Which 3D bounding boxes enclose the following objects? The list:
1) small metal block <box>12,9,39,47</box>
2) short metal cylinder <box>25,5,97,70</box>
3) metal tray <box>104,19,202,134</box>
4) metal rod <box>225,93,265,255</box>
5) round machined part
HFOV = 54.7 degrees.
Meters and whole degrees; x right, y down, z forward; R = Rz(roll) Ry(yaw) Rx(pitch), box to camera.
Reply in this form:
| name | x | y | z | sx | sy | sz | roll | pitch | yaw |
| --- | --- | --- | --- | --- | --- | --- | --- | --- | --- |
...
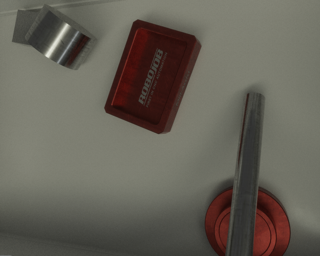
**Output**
| name | x | y | z | sx | sy | sz | roll | pitch | yaw |
| --- | --- | --- | --- | --- | --- | --- | --- | --- | --- |
| small metal block | -0.195 | -0.151 | 0.477 | 0.050 | 0.025 | 0.050 | 14 | 95 | 19 |
| short metal cylinder | -0.135 | -0.124 | 0.427 | 0.080 | 0.080 | 0.050 | 40 | 103 | 15 |
| metal tray | -0.011 | -0.067 | 0.410 | 0.090 | 0.030 | 0.129 | 22 | 97 | 18 |
| metal rod | 0.081 | 0.094 | 0.306 | 0.025 | 0.025 | 0.300 | 4 | 62 | 19 |
| round machined part | 0.101 | 0.119 | 0.366 | 0.098 | 0.042 | 0.097 | 0 | 90 | 19 |
